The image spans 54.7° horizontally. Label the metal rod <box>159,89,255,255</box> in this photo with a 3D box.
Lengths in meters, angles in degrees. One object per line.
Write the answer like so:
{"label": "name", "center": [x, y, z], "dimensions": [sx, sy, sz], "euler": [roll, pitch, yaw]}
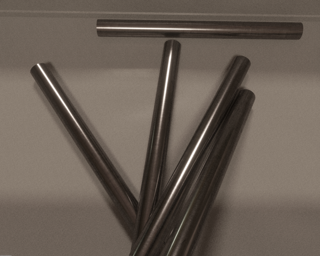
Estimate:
{"label": "metal rod", "center": [0.056, 0.046, 0.326], "dimensions": [0.025, 0.025, 0.301], "euler": [27, 46, 9]}

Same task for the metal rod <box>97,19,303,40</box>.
{"label": "metal rod", "center": [0.059, -0.148, 0.464], "dimensions": [0.302, 0.025, 0.025], "euler": [1, 70, 0]}

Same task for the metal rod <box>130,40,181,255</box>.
{"label": "metal rod", "center": [-0.001, 0.012, 0.389], "dimensions": [0.025, 0.025, 0.299], "euler": [7, 64, 2]}

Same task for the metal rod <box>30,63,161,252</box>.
{"label": "metal rod", "center": [-0.085, 0.033, 0.396], "dimensions": [0.025, 0.025, 0.299], "euler": [-33, 74, -12]}

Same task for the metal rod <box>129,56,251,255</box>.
{"label": "metal rod", "center": [0.049, 0.018, 0.374], "dimensions": [0.025, 0.025, 0.301], "euler": [27, 61, 9]}
